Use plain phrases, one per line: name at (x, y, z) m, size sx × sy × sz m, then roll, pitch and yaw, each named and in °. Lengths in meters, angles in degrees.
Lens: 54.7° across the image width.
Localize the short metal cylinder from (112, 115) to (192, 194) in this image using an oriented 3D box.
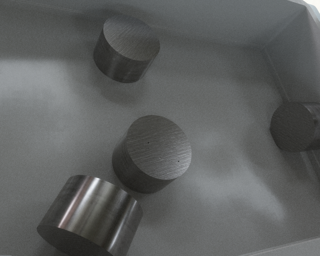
short metal cylinder at (-0.010, 0.032, 0.366) m, size 0.081 × 0.050 × 0.080 m, roll 14°, pitch 56°, yaw -21°

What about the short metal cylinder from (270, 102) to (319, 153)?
short metal cylinder at (0.227, -0.002, 0.497) m, size 0.050 × 0.080 × 0.080 m, roll -2°, pitch 63°, yaw -30°

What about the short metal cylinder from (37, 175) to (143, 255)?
short metal cylinder at (-0.062, 0.087, 0.284) m, size 0.080 × 0.080 × 0.050 m, roll 32°, pitch 52°, yaw -8°

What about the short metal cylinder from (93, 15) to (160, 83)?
short metal cylinder at (-0.047, -0.110, 0.433) m, size 0.081 × 0.050 × 0.080 m, roll 14°, pitch 56°, yaw -21°
